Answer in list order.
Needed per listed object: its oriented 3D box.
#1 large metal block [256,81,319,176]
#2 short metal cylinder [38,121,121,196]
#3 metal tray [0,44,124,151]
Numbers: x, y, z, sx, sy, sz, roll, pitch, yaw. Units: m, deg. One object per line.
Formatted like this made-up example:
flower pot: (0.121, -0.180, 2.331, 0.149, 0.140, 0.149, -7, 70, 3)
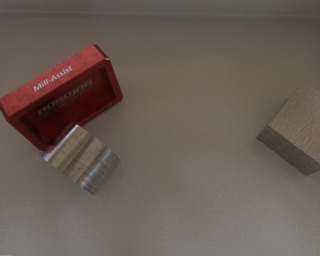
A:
large metal block: (0.187, 0.002, 0.398, 0.080, 0.050, 0.080, 40, 74, 13)
short metal cylinder: (-0.094, 0.036, 0.366, 0.080, 0.080, 0.050, 34, 74, 11)
metal tray: (-0.115, -0.035, 0.384, 0.131, 0.090, 0.030, -35, 65, -12)
